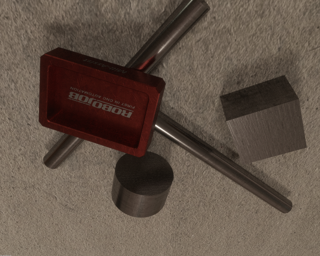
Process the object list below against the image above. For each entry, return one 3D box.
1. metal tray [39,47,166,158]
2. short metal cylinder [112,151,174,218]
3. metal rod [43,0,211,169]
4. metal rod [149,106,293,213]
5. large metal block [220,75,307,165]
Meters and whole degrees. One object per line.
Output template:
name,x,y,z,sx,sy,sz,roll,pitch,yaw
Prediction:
metal tray,-0.068,-0.028,0.348,0.131,0.030,0.089,17,121,5
short metal cylinder,-0.026,0.078,0.437,0.081,0.080,0.050,9,130,-8
metal rod,-0.058,-0.038,0.373,0.025,0.025,0.299,33,122,-25
metal rod,0.099,0.058,0.457,0.301,0.025,0.025,33,122,-26
large metal block,0.128,-0.008,0.386,0.080,0.050,0.080,-18,128,14
